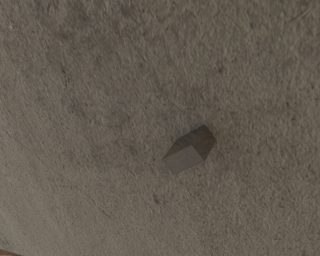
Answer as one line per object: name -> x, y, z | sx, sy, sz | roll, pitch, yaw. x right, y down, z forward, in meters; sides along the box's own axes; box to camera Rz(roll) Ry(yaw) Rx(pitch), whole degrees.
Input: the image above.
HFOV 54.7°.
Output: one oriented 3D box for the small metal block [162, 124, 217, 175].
small metal block -> 0.037, 0.027, 0.387 | 0.050, 0.050, 0.025 | -31, 101, 37
